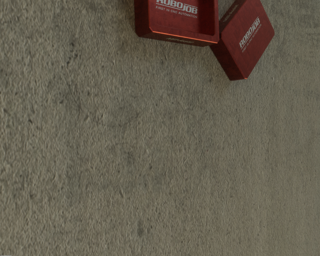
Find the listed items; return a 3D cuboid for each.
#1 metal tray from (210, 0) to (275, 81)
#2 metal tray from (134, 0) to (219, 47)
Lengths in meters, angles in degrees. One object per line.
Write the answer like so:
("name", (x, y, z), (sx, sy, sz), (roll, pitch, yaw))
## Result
("metal tray", (0.139, -0.153, 0.517), (0.090, 0.030, 0.130), (51, 60, -28))
("metal tray", (0.026, -0.165, 0.422), (0.131, 0.030, 0.089), (-5, 93, -40))
